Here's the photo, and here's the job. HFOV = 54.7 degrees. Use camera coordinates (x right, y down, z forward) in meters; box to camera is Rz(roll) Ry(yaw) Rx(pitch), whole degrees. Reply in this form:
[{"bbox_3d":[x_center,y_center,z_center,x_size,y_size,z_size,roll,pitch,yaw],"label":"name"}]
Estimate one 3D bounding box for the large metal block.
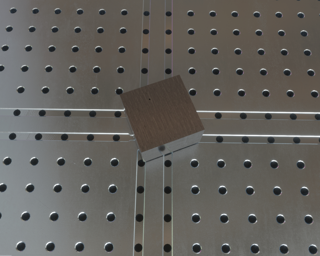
[{"bbox_3d":[0.002,-0.011,0.400,0.081,0.050,0.080,-20,71,-7],"label":"large metal block"}]
